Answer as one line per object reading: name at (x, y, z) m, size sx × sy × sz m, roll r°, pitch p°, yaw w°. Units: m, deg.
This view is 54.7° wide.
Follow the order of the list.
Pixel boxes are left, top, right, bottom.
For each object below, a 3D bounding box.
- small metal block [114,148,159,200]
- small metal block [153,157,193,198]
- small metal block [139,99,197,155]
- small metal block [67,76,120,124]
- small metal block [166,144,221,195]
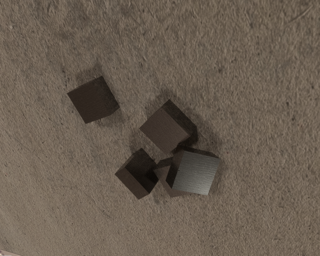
small metal block at (-0.028, 0.065, 0.444) m, size 0.050 × 0.050 × 0.025 m, roll 48°, pitch 129°, yaw -6°
small metal block at (0.027, 0.066, 0.433) m, size 0.050 × 0.025 × 0.050 m, roll -21°, pitch 108°, yaw 35°
small metal block at (0.010, -0.001, 0.400) m, size 0.050 × 0.025 × 0.050 m, roll 45°, pitch 129°, yaw -4°
small metal block at (-0.092, -0.038, 0.430) m, size 0.050 × 0.025 × 0.050 m, roll -16°, pitch 110°, yaw 34°
small metal block at (0.041, 0.053, 0.390) m, size 0.050 × 0.025 × 0.050 m, roll 14°, pitch 100°, yaw -20°
